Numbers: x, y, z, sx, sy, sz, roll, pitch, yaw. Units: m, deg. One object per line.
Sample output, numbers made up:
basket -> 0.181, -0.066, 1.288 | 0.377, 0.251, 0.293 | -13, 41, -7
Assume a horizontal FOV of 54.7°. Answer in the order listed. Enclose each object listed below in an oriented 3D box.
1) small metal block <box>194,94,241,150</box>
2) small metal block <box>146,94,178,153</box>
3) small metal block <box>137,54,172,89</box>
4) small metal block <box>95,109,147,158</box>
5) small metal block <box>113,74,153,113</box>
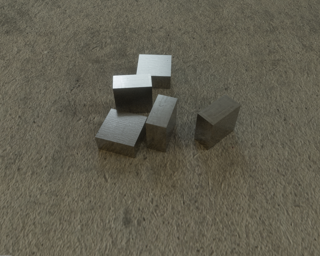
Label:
small metal block -> 0.072, -0.007, 0.393 | 0.050, 0.050, 0.025 | -34, 58, -25
small metal block -> 0.003, -0.006, 0.391 | 0.025, 0.050, 0.050 | 13, 51, 11
small metal block -> -0.008, -0.087, 0.476 | 0.050, 0.025, 0.050 | 2, 50, 1
small metal block -> -0.048, 0.006, 0.397 | 0.050, 0.025, 0.050 | 13, 51, 11
small metal block -> -0.036, -0.046, 0.425 | 0.050, 0.050, 0.025 | -4, 50, -3
